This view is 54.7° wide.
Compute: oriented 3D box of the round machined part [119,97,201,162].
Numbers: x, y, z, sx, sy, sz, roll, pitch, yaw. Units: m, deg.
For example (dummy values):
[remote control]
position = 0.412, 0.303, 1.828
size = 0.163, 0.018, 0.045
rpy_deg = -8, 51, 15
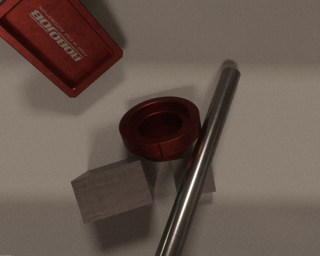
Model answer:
[round machined part]
position = 0.002, 0.005, 0.385
size = 0.099, 0.098, 0.042
rpy_deg = -14, 126, -1

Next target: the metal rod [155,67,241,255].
[metal rod]
position = 0.041, 0.053, 0.353
size = 0.025, 0.025, 0.300
rpy_deg = 23, 66, 0

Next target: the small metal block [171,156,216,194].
[small metal block]
position = 0.043, 0.062, 0.412
size = 0.050, 0.025, 0.050
rpy_deg = -10, 90, -1

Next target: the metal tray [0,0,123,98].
[metal tray]
position = -0.119, -0.109, 0.368
size = 0.090, 0.030, 0.130
rpy_deg = -41, 127, 3

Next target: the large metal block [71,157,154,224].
[large metal block]
position = -0.053, 0.071, 0.383
size = 0.080, 0.080, 0.050
rpy_deg = -17, 90, 0
